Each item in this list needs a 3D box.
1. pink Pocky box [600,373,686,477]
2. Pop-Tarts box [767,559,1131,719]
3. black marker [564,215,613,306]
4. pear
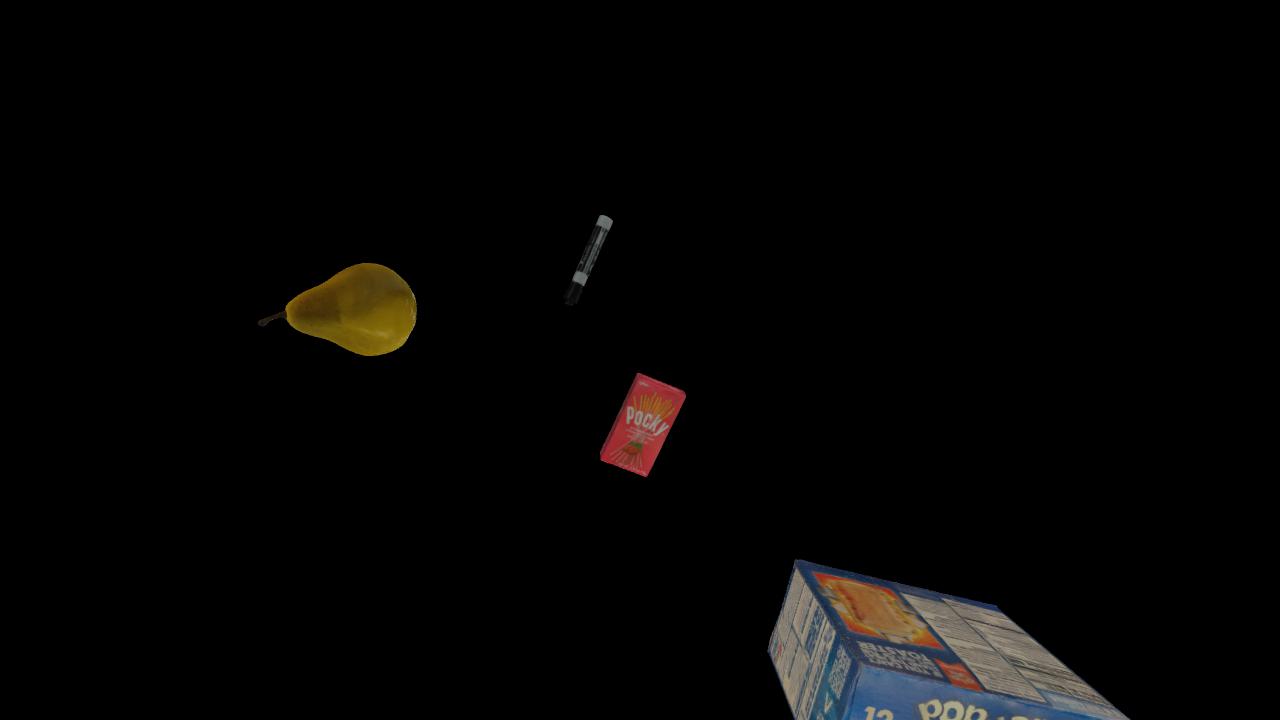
[{"bbox_3d":[0.004,0.105,0.980,0.084,0.155,0.029,22,14,-11],"label":"pink Pocky box"},{"bbox_3d":[0.189,0.217,0.411,0.167,0.083,0.141,13,5,-3],"label":"Pop-Tarts box"},{"bbox_3d":[-0.065,-0.123,0.764,0.020,0.121,0.020,22,-9,4],"label":"black marker"},{"bbox_3d":[-0.244,-0.043,0.500,0.111,0.080,0.080,3,-2,-43],"label":"pear"}]
